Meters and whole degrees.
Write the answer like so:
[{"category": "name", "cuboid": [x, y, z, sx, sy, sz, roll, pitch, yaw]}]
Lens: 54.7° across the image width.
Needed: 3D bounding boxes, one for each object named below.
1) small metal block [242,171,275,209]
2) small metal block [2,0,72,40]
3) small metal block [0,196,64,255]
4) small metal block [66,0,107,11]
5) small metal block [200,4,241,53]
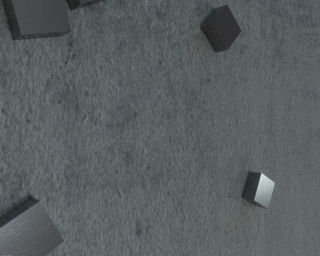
[{"category": "small metal block", "cuboid": [0.178, 0.112, 0.558, 0.050, 0.025, 0.050, 34, 69, -35]}, {"category": "small metal block", "cuboid": [-0.121, -0.116, 0.304, 0.050, 0.025, 0.050, -20, 103, -39]}, {"category": "small metal block", "cuboid": [-0.130, 0.103, 0.297, 0.050, 0.025, 0.050, -35, 112, -35]}, {"category": "small metal block", "cuboid": [-0.082, -0.162, 0.337, 0.050, 0.025, 0.050, -35, 112, -35]}, {"category": "small metal block", "cuboid": [0.097, -0.156, 0.488, 0.050, 0.025, 0.050, 51, 60, -28]}]
